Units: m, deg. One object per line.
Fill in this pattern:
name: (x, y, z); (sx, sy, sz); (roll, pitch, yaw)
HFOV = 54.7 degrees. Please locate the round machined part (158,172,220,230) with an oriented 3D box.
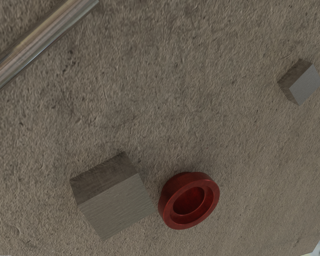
round machined part: (0.041, 0.108, 0.485); (0.099, 0.042, 0.097); (-14, 124, -21)

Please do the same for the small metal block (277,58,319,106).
small metal block: (0.218, -0.070, 0.482); (0.050, 0.025, 0.050); (-47, 129, 5)

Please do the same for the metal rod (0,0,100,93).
metal rod: (-0.177, -0.028, 0.292); (0.300, 0.025, 0.025); (-41, 130, 0)

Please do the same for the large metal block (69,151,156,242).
large metal block: (-0.061, 0.091, 0.413); (0.080, 0.050, 0.080); (-28, 128, -11)
